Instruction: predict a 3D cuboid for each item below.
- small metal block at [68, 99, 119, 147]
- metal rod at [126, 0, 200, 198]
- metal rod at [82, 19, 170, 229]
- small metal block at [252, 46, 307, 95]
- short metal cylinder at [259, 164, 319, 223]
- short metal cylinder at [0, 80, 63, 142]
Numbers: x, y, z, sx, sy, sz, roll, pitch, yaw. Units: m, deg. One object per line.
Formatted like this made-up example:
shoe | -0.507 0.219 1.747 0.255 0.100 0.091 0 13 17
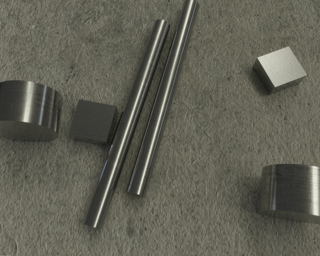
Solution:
small metal block | -0.087 -0.006 0.410 0.050 0.025 0.050 11 70 3
metal rod | 0.009 -0.054 0.427 0.025 0.025 0.299 14 70 5
metal rod | -0.038 -0.019 0.414 0.025 0.025 0.299 15 71 5
small metal block | 0.168 -0.081 0.439 0.050 0.025 0.050 -21 71 -8
short metal cylinder | 0.156 0.076 0.352 0.080 0.080 0.050 10 71 3
short metal cylinder | -0.165 -0.018 0.384 0.081 0.080 0.050 1 70 0
